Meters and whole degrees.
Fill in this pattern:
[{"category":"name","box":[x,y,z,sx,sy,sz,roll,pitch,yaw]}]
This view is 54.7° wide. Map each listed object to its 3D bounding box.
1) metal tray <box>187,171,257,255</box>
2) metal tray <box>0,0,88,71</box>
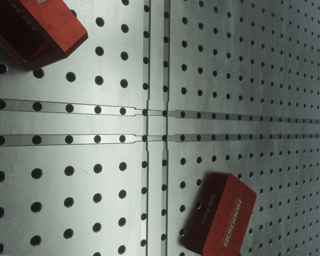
[{"category":"metal tray","box":[0.103,0.146,0.496,0.090,0.030,0.130,38,67,-34]},{"category":"metal tray","box":[-0.131,-0.111,0.257,0.130,0.090,0.030,51,60,-28]}]
